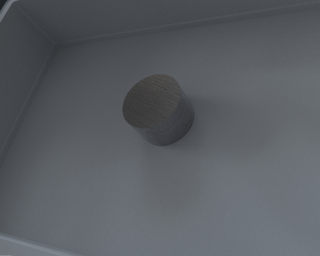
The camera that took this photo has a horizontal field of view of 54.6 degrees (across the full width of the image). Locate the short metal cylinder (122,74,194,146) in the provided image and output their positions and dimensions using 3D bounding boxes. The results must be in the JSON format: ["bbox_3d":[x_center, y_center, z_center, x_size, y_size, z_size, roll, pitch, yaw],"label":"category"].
[{"bbox_3d":[-0.001,-0.023,0.406,0.080,0.050,0.080,-13,56,21],"label":"short metal cylinder"}]
